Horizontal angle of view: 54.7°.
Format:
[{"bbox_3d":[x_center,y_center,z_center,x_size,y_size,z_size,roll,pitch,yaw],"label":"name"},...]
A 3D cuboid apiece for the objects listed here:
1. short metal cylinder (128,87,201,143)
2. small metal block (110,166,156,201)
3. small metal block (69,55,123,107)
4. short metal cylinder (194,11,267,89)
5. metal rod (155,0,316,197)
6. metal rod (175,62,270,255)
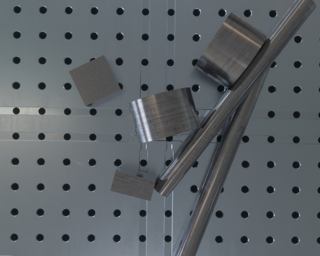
[{"bbox_3d":[0.006,-0.015,0.386,0.080,0.080,0.050,-15,90,0],"label":"short metal cylinder"},{"bbox_3d":[-0.033,0.070,0.401,0.050,0.050,0.025,14,90,0],"label":"small metal block"},{"bbox_3d":[-0.084,-0.061,0.413,0.050,0.025,0.050,-26,90,0],"label":"small metal block"},{"bbox_3d":[0.087,-0.096,0.386,0.050,0.080,0.080,34,90,0],"label":"short metal cylinder"},{"bbox_3d":[0.090,-0.035,0.396,0.025,0.025,0.299,37,97,0],"label":"metal rod"},{"bbox_3d":[0.081,0.051,0.413,0.025,0.025,0.299,22,90,0],"label":"metal rod"}]
